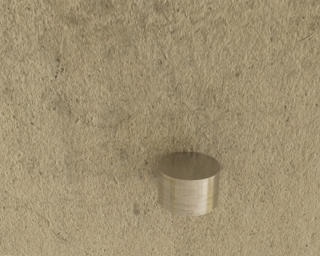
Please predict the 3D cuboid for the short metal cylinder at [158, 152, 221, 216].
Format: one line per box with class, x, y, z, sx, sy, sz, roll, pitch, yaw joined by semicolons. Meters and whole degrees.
short metal cylinder;0.037;0.070;0.407;0.080;0.080;0.050;0;110;0
